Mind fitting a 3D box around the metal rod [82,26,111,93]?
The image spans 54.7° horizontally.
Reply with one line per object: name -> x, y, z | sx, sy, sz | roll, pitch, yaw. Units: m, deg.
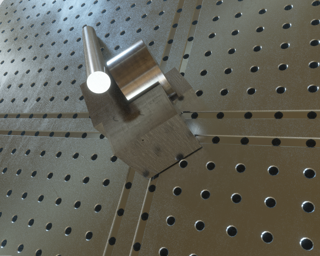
metal rod -> -0.101, -0.116, 0.463 | 0.025, 0.025, 0.300 | -35, 30, 4

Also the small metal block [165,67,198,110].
small metal block -> 0.016, -0.049, 0.429 | 0.050, 0.025, 0.050 | -36, 51, 4

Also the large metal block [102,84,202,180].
large metal block -> -0.008, 0.008, 0.369 | 0.080, 0.080, 0.050 | -33, 52, 7

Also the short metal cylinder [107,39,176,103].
short metal cylinder -> -0.022, -0.064, 0.389 | 0.050, 0.080, 0.080 | -32, 52, 7

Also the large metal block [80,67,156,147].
large metal block -> -0.054, -0.023, 0.415 | 0.050, 0.080, 0.080 | -33, 52, 7
